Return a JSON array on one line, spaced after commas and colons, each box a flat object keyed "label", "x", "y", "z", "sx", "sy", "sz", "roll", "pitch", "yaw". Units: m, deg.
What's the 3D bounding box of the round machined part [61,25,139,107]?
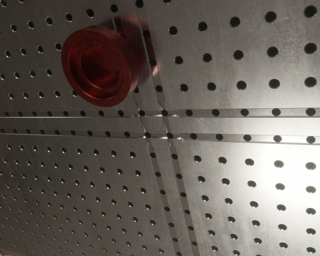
[{"label": "round machined part", "x": -0.070, "y": -0.079, "z": 0.387, "sx": 0.098, "sy": 0.042, "sz": 0.097, "roll": 13, "pitch": 124, "yaw": 20}]
